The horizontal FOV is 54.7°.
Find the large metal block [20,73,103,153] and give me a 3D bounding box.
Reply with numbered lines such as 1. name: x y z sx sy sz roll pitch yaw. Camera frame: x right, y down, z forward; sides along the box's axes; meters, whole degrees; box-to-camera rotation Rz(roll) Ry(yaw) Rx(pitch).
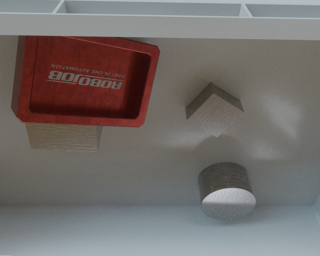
1. large metal block: -0.114 -0.017 0.376 0.081 0.050 0.079 4 130 -4

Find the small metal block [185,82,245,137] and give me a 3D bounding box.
1. small metal block: 0.068 -0.022 0.391 0.050 0.025 0.050 28 125 -22

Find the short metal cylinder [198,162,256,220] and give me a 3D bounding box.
1. short metal cylinder: 0.101 0.098 0.478 0.081 0.050 0.079 0 130 0

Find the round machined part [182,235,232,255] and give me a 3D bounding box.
1. round machined part: 0.095 0.260 0.624 0.099 0.042 0.097 -1 130 0

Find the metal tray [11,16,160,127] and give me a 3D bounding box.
1. metal tray: -0.069 -0.049 0.306 0.131 0.030 0.089 2 108 -36
